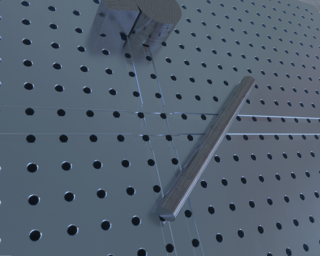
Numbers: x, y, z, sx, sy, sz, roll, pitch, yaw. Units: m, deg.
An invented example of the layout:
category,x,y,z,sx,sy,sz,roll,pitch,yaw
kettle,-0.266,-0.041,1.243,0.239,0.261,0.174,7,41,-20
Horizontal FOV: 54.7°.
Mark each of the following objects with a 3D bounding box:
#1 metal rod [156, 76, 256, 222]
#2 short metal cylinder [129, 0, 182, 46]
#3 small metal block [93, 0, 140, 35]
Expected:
category,x,y,z,sx,sy,sz,roll,pitch,yaw
metal rod,0.081,0.009,0.448,0.025,0.025,0.301,41,51,-1
short metal cylinder,-0.013,-0.179,0.496,0.081,0.050,0.080,14,57,-21
small metal block,-0.065,-0.165,0.459,0.050,0.050,0.025,-10,67,-33
